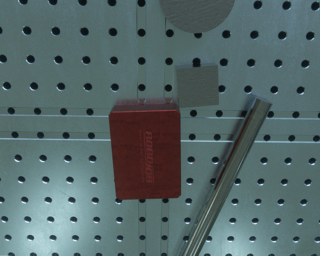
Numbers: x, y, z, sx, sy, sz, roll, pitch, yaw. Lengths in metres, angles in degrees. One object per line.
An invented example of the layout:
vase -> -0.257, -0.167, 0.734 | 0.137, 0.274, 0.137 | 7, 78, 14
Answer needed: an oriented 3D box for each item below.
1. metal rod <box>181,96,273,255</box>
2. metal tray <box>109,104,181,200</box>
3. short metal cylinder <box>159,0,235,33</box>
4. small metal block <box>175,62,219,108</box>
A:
metal rod -> 0.086, 0.096, 0.449 | 0.025, 0.025, 0.298 | 18, 109, -7
metal tray -> -0.018, 0.034, 0.423 | 0.091, 0.030, 0.129 | -2, 110, 0
short metal cylinder -> 0.039, -0.149, 0.346 | 0.081, 0.050, 0.079 | 0, 110, -1
small metal block -> 0.047, -0.055, 0.394 | 0.050, 0.025, 0.050 | -5, 110, 1
